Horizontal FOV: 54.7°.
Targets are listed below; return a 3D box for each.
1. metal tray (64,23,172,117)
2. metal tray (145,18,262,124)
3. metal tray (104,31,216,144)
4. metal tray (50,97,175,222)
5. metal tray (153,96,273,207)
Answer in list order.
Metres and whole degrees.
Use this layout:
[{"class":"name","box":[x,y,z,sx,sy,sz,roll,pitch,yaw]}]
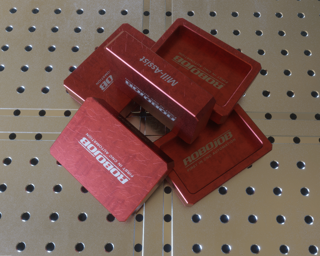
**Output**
[{"class":"metal tray","box":[-0.056,-0.076,0.435,0.090,0.030,0.130,37,74,12]},{"class":"metal tray","box":[0.052,-0.077,0.405,0.130,0.030,0.090,34,73,11]},{"class":"metal tray","box":[-0.002,-0.043,0.360,0.130,0.090,0.030,39,75,12]},{"class":"metal tray","box":[-0.060,0.036,0.375,0.130,0.030,0.090,41,100,13]},{"class":"metal tray","box":[0.064,0.028,0.398,0.131,0.030,0.090,-32,73,-11]}]
